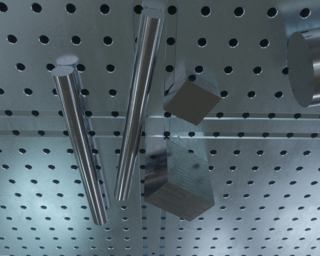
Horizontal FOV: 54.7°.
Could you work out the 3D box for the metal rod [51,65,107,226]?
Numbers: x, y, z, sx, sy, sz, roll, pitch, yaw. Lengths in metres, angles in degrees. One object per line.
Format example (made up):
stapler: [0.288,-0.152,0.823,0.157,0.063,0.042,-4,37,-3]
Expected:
metal rod: [-0.108,0.048,0.450,0.025,0.025,0.298,-1,130,0]

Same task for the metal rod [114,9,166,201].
metal rod: [-0.034,-0.004,0.407,0.025,0.025,0.298,8,130,-7]

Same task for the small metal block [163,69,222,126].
small metal block: [0.039,-0.037,0.381,0.050,0.025,0.050,25,126,-20]

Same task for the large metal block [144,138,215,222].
large metal block: [0.026,0.073,0.438,0.080,0.080,0.050,30,124,-24]

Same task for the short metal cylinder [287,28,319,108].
short metal cylinder: [0.172,-0.065,0.323,0.050,0.080,0.080,-9,130,7]
